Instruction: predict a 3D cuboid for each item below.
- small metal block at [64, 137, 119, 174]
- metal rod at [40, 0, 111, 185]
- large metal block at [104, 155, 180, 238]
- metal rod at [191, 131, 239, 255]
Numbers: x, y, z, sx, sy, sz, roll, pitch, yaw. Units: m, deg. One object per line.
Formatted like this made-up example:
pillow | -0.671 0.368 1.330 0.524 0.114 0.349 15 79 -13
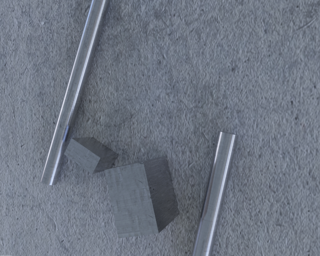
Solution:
small metal block | -0.094 0.036 0.429 0.050 0.050 0.025 31 100 17
metal rod | -0.122 -0.060 0.452 0.025 0.025 0.298 20 97 19
large metal block | -0.019 0.082 0.386 0.050 0.080 0.080 -14 85 19
metal rod | 0.054 0.152 0.389 0.025 0.025 0.298 13 94 19
